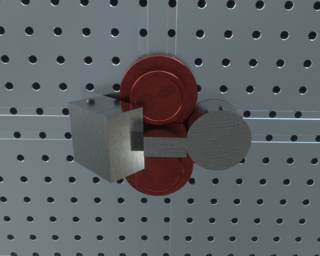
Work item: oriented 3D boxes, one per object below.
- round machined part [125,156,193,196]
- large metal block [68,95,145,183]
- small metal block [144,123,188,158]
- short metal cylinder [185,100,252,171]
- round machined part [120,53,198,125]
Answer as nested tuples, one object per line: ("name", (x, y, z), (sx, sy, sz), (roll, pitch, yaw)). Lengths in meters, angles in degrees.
("round machined part", (-0.003, 0.052, 0.423), (0.099, 0.042, 0.097), (0, 110, 0))
("large metal block", (-0.066, 0.010, 0.381), (0.050, 0.080, 0.079), (-19, 118, -41))
("small metal block", (0.006, 0.014, 0.381), (0.050, 0.050, 0.025), (1, 110, -1))
("short metal cylinder", (0.072, 0.008, 0.402), (0.081, 0.050, 0.079), (0, 110, 0))
("round machined part", (-0.002, -0.042, 0.389), (0.099, 0.042, 0.097), (0, 110, 0))
